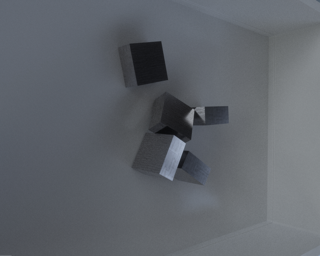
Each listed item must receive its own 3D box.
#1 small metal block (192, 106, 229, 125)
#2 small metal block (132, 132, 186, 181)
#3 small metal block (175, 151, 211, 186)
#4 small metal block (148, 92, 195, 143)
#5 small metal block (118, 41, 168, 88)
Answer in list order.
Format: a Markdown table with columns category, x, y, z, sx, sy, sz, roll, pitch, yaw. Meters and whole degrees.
| category | x | y | z | sx | sy | sz | roll | pitch | yaw |
| --- | --- | --- | --- | --- | --- | --- | --- | --- | --- |
| small metal block | 0.063 | -0.018 | 0.445 | 0.050 | 0.050 | 0.025 | -5 | 93 | -40 |
| small metal block | -0.002 | 0.035 | 0.390 | 0.025 | 0.050 | 0.050 | 36 | 68 | -40 |
| small metal block | 0.032 | 0.052 | 0.419 | 0.050 | 0.050 | 0.025 | 39 | 66 | -34 |
| small metal block | 0.016 | -0.011 | 0.407 | 0.050 | 0.025 | 0.050 | 30 | 51 | -26 |
| small metal block | -0.021 | -0.081 | 0.391 | 0.050 | 0.025 | 0.050 | -18 | 102 | -39 |
